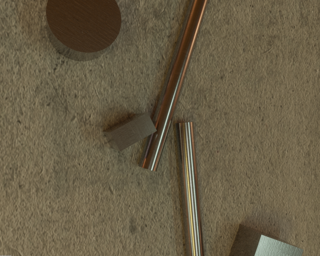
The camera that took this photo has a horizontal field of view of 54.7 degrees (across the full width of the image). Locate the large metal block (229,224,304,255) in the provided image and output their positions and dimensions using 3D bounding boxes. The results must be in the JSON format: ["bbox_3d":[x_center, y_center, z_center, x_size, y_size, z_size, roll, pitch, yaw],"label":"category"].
[{"bbox_3d":[0.150,0.198,0.453,0.080,0.050,0.080,24,82,-19],"label":"large metal block"}]

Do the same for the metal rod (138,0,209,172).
[{"bbox_3d":[0.027,-0.089,0.420,0.025,0.025,0.299,19,83,-19],"label":"metal rod"}]

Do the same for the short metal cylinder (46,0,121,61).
[{"bbox_3d":[-0.091,-0.123,0.363,0.081,0.050,0.079,0,90,-21],"label":"short metal cylinder"}]

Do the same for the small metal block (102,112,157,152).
[{"bbox_3d":[-0.039,0.004,0.382,0.050,0.050,0.025,-29,100,-18],"label":"small metal block"}]

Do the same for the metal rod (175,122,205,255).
[{"bbox_3d":[0.046,0.141,0.427,0.025,0.025,0.298,-6,92,-20],"label":"metal rod"}]
